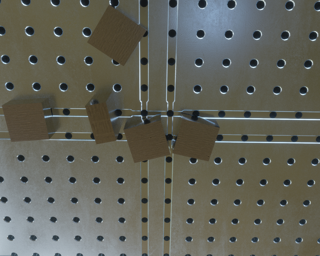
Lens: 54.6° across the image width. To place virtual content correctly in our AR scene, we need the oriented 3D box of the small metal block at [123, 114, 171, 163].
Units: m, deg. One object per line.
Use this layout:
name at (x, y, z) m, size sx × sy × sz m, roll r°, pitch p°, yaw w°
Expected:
small metal block at (-0.016, 0.014, 0.419) m, size 0.050 × 0.025 × 0.050 m, roll -14°, pitch 110°, yaw 5°

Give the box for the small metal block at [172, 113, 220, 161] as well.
small metal block at (0.047, 0.012, 0.418) m, size 0.050 × 0.025 × 0.050 m, roll 13°, pitch 110°, yaw -5°

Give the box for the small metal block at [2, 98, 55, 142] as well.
small metal block at (-0.171, -0.011, 0.408) m, size 0.050 × 0.025 × 0.050 m, roll -4°, pitch 110°, yaw 1°

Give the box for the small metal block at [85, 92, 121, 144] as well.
small metal block at (-0.071, -0.014, 0.394) m, size 0.025 × 0.050 × 0.050 m, roll -11°, pitch 110°, yaw 4°

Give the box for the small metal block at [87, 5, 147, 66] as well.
small metal block at (-0.050, -0.111, 0.372) m, size 0.050 × 0.025 × 0.050 m, roll 32°, pitch 107°, yaw -11°
